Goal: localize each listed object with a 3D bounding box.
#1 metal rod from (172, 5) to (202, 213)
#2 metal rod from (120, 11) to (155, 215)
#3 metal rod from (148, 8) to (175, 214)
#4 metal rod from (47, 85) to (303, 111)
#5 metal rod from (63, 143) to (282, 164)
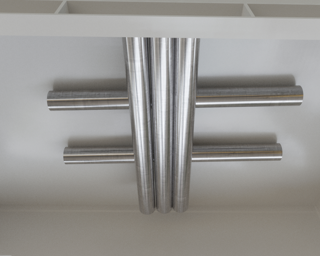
[{"bbox_3d":[0.029,0.006,0.378,0.025,0.025,0.298,-1,130,0],"label":"metal rod"},{"bbox_3d":[-0.022,0.010,0.381,0.025,0.025,0.298,-1,130,0],"label":"metal rod"},{"bbox_3d":[0.004,0.008,0.380,0.025,0.025,0.298,-1,130,0],"label":"metal rod"},{"bbox_3d":[0.018,-0.036,0.377,0.302,0.025,0.025,-1,130,0],"label":"metal rod"},{"bbox_3d":[0.018,0.036,0.439,0.302,0.025,0.025,-1,130,0],"label":"metal rod"}]
